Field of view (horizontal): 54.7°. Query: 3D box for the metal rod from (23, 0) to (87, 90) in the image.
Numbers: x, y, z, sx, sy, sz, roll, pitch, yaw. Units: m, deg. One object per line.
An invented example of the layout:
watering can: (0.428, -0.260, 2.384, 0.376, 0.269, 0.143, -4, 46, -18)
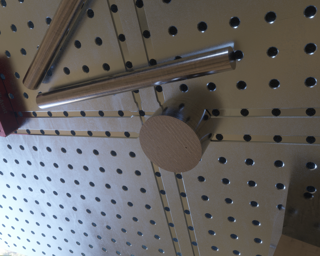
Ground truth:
metal rod: (-0.109, -0.146, 0.376, 0.025, 0.025, 0.299, 45, 129, -3)

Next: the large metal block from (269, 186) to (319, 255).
large metal block: (0.165, 0.132, 0.370, 0.050, 0.080, 0.079, 16, 125, 19)

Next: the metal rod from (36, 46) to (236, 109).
metal rod: (-0.052, -0.057, 0.401, 0.300, 0.025, 0.025, -7, 115, 31)

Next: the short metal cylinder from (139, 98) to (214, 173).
short metal cylinder: (0.021, 0.009, 0.388, 0.080, 0.050, 0.079, 13, 124, 20)

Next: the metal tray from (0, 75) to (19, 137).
metal tray: (-0.305, -0.052, 0.533, 0.090, 0.030, 0.129, 8, 122, 23)
